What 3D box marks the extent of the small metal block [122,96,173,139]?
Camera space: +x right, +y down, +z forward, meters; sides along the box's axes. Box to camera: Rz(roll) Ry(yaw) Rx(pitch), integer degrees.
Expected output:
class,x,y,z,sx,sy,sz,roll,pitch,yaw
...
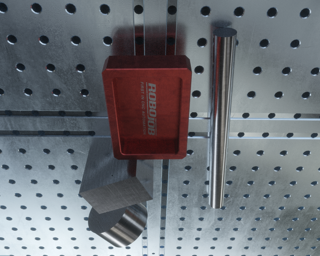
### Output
class,x,y,z,sx,sy,sz,roll,pitch,yaw
small metal block,-0.018,-0.018,0.396,0.050,0.025,0.050,34,122,-26

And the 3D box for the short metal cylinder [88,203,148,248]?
class,x,y,z,sx,sy,sz,roll,pitch,yaw
short metal cylinder,-0.067,0.142,0.495,0.080,0.080,0.050,-27,125,21

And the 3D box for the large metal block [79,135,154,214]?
class,x,y,z,sx,sy,sz,roll,pitch,yaw
large metal block,-0.056,0.062,0.428,0.080,0.080,0.050,-18,128,14

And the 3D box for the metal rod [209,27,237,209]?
class,x,y,z,sx,sy,sz,roll,pitch,yaw
metal rod,0.081,0.012,0.423,0.025,0.025,0.298,-4,130,3

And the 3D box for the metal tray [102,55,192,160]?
class,x,y,z,sx,sy,sz,roll,pitch,yaw
metal tray,-0.013,-0.019,0.359,0.091,0.030,0.129,-1,130,0
